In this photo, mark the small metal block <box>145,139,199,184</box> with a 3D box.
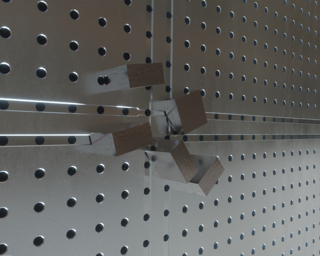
[{"bbox_3d":[0.015,0.042,0.404,0.025,0.050,0.050,-43,116,-31],"label":"small metal block"}]

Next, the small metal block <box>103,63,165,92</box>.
[{"bbox_3d":[-0.031,-0.060,0.366,0.050,0.050,0.025,-13,99,-39],"label":"small metal block"}]

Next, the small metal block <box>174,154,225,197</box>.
[{"bbox_3d":[0.054,0.065,0.437,0.050,0.050,0.025,-48,119,-29],"label":"small metal block"}]

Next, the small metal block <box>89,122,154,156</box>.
[{"bbox_3d":[-0.044,0.011,0.355,0.050,0.050,0.025,-18,102,-39],"label":"small metal block"}]

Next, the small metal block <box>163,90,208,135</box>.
[{"bbox_3d":[0.037,-0.023,0.439,0.050,0.025,0.050,-26,106,-37],"label":"small metal block"}]
